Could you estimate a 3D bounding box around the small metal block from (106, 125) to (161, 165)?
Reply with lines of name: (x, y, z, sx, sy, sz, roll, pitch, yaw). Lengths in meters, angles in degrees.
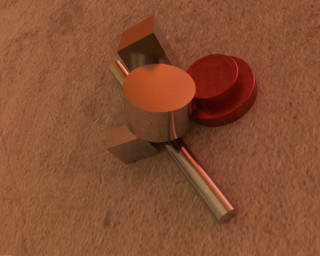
small metal block: (-0.034, 0.020, 0.394, 0.050, 0.050, 0.025, -19, 54, 16)

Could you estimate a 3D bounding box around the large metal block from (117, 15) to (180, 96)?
large metal block: (-0.011, -0.095, 0.419, 0.050, 0.080, 0.080, -25, 31, 15)

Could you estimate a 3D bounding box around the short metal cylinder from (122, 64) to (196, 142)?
short metal cylinder: (-0.002, -0.030, 0.360, 0.081, 0.050, 0.080, 2, 49, -2)

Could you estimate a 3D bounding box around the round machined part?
round machined part: (0.069, -0.054, 0.390, 0.098, 0.042, 0.098, -13, 56, 20)

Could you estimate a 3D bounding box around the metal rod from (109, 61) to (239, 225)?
metal rod: (0.000, -0.004, 0.407, 0.025, 0.025, 0.300, -38, 51, 2)
